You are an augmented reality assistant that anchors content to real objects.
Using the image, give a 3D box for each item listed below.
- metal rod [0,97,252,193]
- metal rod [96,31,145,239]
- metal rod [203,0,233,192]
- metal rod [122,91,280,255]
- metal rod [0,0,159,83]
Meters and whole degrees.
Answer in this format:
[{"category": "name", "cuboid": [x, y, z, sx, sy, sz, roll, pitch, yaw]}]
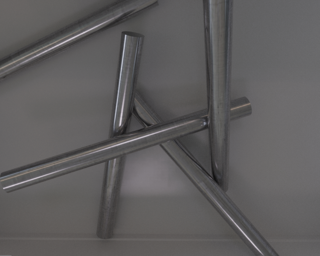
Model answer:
[{"category": "metal rod", "cuboid": [-0.034, 0.017, 0.372, 0.302, 0.025, 0.025, -17, 110, -7]}, {"category": "metal rod", "cuboid": [-0.056, 0.029, 0.403, 0.025, 0.025, 0.298, 10, 117, -4]}, {"category": "metal rod", "cuboid": [0.065, -0.021, 0.341, 0.025, 0.025, 0.298, -8, 134, 3]}, {"category": "metal rod", "cuboid": [0.057, 0.070, 0.411, 0.025, 0.025, 0.300, -40, 96, 13]}, {"category": "metal rod", "cuboid": [-0.143, -0.094, 0.375, 0.301, 0.025, 0.025, -23, 109, 8]}]
